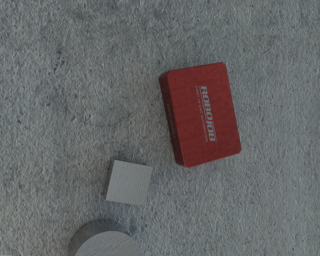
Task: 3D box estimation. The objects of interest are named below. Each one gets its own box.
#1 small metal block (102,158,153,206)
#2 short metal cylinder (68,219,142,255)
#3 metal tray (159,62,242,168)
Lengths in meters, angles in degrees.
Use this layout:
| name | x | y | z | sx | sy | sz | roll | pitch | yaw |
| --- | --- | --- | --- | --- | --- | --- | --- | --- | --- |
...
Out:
| name | x | y | z | sx | sy | sz | roll | pitch | yaw |
| --- | --- | --- | --- | --- | --- | --- | --- | --- | --- |
| small metal block | -0.042 | 0.068 | 0.395 | 0.050 | 0.025 | 0.050 | 14 | 85 | -20 |
| short metal cylinder | -0.067 | 0.156 | 0.372 | 0.081 | 0.050 | 0.079 | 0 | 90 | -21 |
| metal tray | 0.057 | -0.019 | 0.429 | 0.091 | 0.030 | 0.129 | -13 | 95 | -20 |
